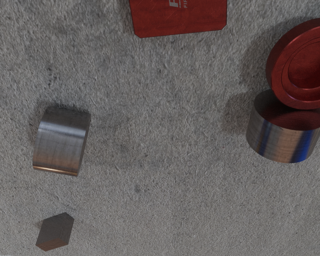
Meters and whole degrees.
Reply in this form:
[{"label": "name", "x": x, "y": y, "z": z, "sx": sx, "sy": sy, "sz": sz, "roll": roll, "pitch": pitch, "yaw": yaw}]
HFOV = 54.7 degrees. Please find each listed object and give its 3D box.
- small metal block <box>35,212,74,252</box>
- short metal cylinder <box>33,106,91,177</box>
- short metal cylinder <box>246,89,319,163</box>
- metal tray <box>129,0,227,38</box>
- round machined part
[{"label": "small metal block", "x": -0.184, "y": 0.182, "z": 0.544, "sx": 0.050, "sy": 0.050, "sz": 0.025, "roll": -22, "pitch": 127, "yaw": 17}, {"label": "short metal cylinder", "x": -0.119, "y": 0.017, "z": 0.384, "sx": 0.050, "sy": 0.080, "sz": 0.079, "roll": 12, "pitch": 129, "yaw": -10}, {"label": "short metal cylinder", "x": 0.148, "y": -0.004, "z": 0.369, "sx": 0.081, "sy": 0.080, "sz": 0.050, "roll": 0, "pitch": 130, "yaw": -1}, {"label": "metal tray", "x": 0.013, "y": -0.151, "z": 0.276, "sx": 0.090, "sy": 0.030, "sz": 0.129, "roll": -5, "pitch": 130, "yaw": 4}, {"label": "round machined part", "x": 0.164, "y": -0.071, "z": 0.335, "sx": 0.099, "sy": 0.042, "sz": 0.097, "roll": -1, "pitch": 128, "yaw": -1}]
